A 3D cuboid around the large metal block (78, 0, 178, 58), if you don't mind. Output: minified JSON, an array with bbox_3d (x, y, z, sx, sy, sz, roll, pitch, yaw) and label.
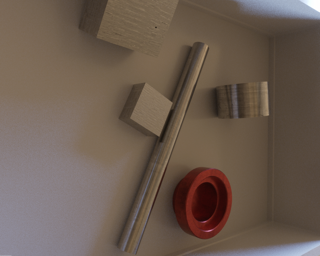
[{"bbox_3d":[-0.033,-0.132,0.345,0.081,0.050,0.079,9,109,-40],"label":"large metal block"}]

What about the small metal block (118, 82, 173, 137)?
[{"bbox_3d":[-0.017,-0.022,0.394,0.050,0.025,0.050,34,69,-35],"label":"small metal block"}]

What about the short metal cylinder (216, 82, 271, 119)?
[{"bbox_3d":[0.130,-0.043,0.482,0.081,0.080,0.050,-9,96,-40],"label":"short metal cylinder"}]

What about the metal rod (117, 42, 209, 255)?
[{"bbox_3d":[0.010,0.014,0.417,0.025,0.025,0.299,33,70,-36],"label":"metal rod"}]

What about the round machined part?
[{"bbox_3d":[0.057,0.105,0.446,0.099,0.042,0.097,0,90,-40],"label":"round machined part"}]
